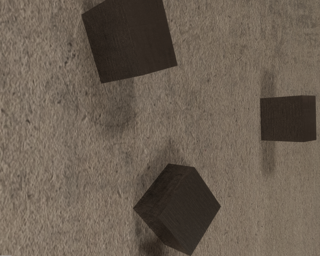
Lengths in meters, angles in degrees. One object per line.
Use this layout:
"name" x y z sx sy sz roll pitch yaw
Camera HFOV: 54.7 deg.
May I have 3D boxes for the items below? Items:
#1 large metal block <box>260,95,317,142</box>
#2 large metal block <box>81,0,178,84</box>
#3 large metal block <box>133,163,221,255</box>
"large metal block" 0.235 -0.017 0.570 0.050 0.080 0.079 -4 93 -40
"large metal block" -0.035 -0.097 0.341 0.050 0.080 0.080 -24 105 -38
"large metal block" 0.025 0.106 0.412 0.080 0.050 0.080 -49 120 -29
